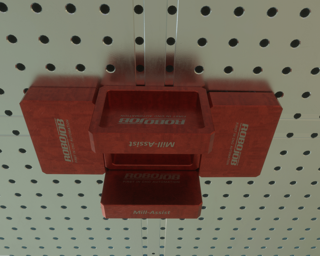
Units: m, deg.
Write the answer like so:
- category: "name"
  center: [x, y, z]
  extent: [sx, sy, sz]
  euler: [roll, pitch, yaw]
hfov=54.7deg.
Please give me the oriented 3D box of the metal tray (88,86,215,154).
- category: "metal tray"
  center: [-0.009, -0.012, 0.359]
  extent: [0.131, 0.090, 0.030]
  euler: [1, 130, -1]

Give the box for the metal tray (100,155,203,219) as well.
- category: "metal tray"
  center: [-0.011, 0.080, 0.435]
  extent: [0.131, 0.090, 0.030]
  euler: [1, 130, -1]

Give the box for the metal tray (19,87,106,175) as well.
- category: "metal tray"
  center: [-0.121, 0.008, 0.413]
  extent: [0.091, 0.030, 0.129]
  euler: [1, 130, -1]

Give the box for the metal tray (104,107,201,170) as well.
- category: "metal tray"
  center: [-0.010, 0.016, 0.419]
  extent: [0.131, 0.030, 0.089]
  euler: [0, 130, -1]

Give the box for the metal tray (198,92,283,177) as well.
- category: "metal tray"
  center: [0.101, 0.013, 0.419]
  extent: [0.091, 0.030, 0.129]
  euler: [0, 130, -2]
